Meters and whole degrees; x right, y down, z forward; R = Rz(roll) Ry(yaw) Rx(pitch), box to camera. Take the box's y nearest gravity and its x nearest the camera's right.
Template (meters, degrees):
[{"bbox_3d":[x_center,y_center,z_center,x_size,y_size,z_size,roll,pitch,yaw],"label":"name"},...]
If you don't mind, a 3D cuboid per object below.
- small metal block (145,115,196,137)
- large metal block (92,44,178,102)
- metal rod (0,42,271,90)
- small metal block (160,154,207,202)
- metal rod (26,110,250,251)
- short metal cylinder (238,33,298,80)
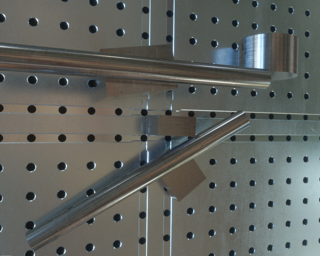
[{"bbox_3d":[0.013,-0.002,0.404,0.050,0.050,0.025,3,89,-20],"label":"small metal block"},{"bbox_3d":[-0.034,-0.063,0.371,0.081,0.080,0.050,-10,94,-20],"label":"large metal block"},{"bbox_3d":[-0.016,-0.061,0.321,0.302,0.025,0.025,1,90,-20],"label":"metal rod"},{"bbox_3d":[0.026,0.063,0.422,0.050,0.025,0.050,-38,102,-16],"label":"small metal block"},{"bbox_3d":[-0.019,0.059,0.384,0.301,0.025,0.025,-29,100,-10],"label":"metal rod"},{"bbox_3d":[0.152,-0.098,0.439,0.081,0.080,0.050,1,90,-20],"label":"short metal cylinder"}]
